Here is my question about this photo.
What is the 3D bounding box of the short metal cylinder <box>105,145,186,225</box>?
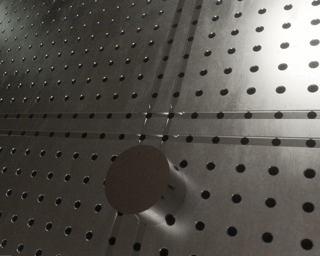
[{"bbox_3d":[-0.016,0.066,0.359,0.080,0.050,0.080,-13,56,20],"label":"short metal cylinder"}]
